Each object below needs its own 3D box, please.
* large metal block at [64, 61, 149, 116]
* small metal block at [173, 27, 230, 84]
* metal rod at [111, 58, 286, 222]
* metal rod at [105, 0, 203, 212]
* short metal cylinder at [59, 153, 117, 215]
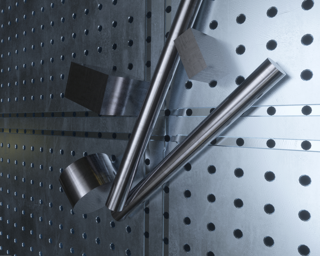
[{"bbox_3d":[-0.071,-0.053,0.430,0.080,0.081,0.050,25,106,37],"label":"large metal block"},{"bbox_3d":[0.048,-0.081,0.352,0.025,0.050,0.050,-31,71,35],"label":"small metal block"},{"bbox_3d":[0.028,0.032,0.384,0.299,0.025,0.025,-47,63,29],"label":"metal rod"},{"bbox_3d":[-0.010,-0.029,0.398,0.025,0.025,0.298,29,102,36],"label":"metal rod"},{"bbox_3d":[-0.099,0.082,0.452,0.080,0.081,0.050,-51,60,27],"label":"short metal cylinder"}]
